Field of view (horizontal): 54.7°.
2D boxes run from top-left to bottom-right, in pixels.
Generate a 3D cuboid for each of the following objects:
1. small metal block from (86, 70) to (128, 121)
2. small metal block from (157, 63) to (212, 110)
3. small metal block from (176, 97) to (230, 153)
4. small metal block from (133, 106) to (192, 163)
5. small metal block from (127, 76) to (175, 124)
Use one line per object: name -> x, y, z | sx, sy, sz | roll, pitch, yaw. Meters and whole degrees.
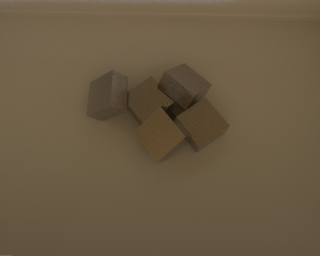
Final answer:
small metal block -> -0.069, -0.042, 0.408 | 0.050, 0.025, 0.050 | -17, 63, 40
small metal block -> 0.034, -0.057, 0.417 | 0.050, 0.025, 0.050 | 41, 40, 13
small metal block -> 0.055, -0.004, 0.410 | 0.050, 0.025, 0.050 | -34, 74, -12
small metal block -> 0.003, 0.008, 0.393 | 0.050, 0.025, 0.050 | -44, 73, 18
small metal block -> -0.016, -0.034, 0.420 | 0.050, 0.025, 0.050 | -36, 74, -13
